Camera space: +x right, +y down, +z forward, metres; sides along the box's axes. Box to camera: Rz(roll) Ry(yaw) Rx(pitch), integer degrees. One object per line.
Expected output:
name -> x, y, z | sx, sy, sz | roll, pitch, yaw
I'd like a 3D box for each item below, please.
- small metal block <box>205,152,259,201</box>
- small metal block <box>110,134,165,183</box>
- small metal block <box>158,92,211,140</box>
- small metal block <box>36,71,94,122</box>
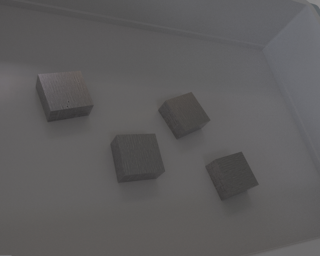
small metal block -> 0.097, 0.064, 0.419 | 0.050, 0.025, 0.050 | -11, 67, -33
small metal block -> -0.027, 0.035, 0.369 | 0.050, 0.025, 0.050 | -1, 62, -29
small metal block -> 0.034, -0.018, 0.435 | 0.050, 0.025, 0.050 | -22, 74, -36
small metal block -> -0.113, -0.038, 0.368 | 0.050, 0.025, 0.050 | -12, 68, -33
